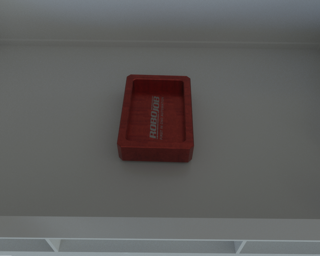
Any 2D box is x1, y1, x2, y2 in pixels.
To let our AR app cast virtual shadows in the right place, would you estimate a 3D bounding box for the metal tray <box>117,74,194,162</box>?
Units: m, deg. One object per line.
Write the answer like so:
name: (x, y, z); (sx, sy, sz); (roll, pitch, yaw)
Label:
metal tray: (-0.004, -0.017, 0.412); (0.091, 0.030, 0.130); (2, 50, 0)
